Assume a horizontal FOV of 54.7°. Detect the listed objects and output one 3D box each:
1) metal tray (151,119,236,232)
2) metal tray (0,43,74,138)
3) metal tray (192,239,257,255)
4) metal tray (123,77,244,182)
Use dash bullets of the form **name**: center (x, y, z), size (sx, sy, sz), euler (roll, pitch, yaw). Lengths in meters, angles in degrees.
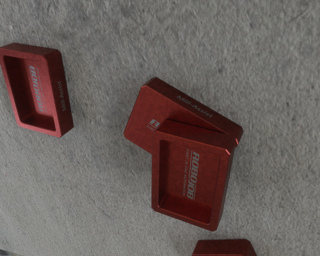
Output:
- **metal tray**: center (0.037, 0.060, 0.380), size (0.090, 0.030, 0.129), euler (14, 125, 19)
- **metal tray**: center (-0.183, -0.055, 0.463), size (0.090, 0.030, 0.129), euler (13, 124, 20)
- **metal tray**: center (0.117, 0.234, 0.485), size (0.090, 0.030, 0.130), euler (-16, 111, 34)
- **metal tray**: center (0.025, 0.006, 0.393), size (0.130, 0.030, 0.089), euler (31, 128, 7)
